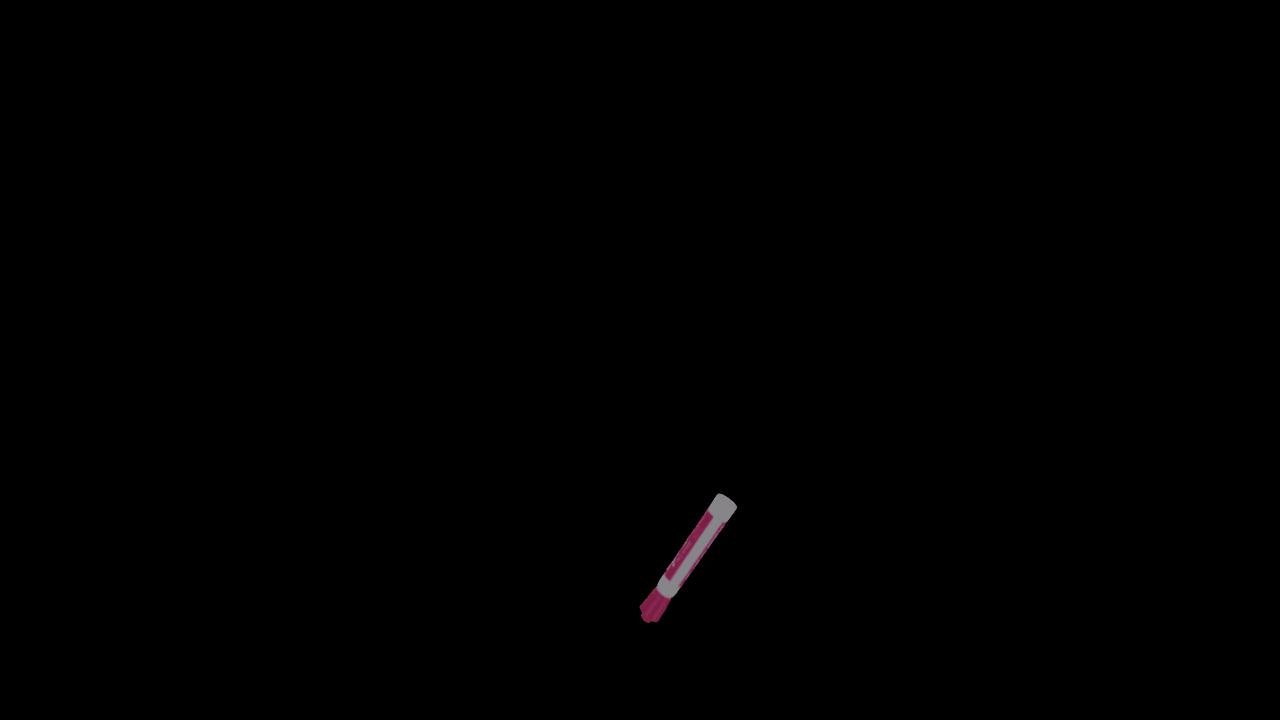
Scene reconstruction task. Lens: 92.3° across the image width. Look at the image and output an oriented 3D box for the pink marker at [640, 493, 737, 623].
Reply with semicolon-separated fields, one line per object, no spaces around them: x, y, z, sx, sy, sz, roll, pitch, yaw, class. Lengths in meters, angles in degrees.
0.037;0.161;0.494;0.020;0.121;0.020;33;7;-5;pink marker
